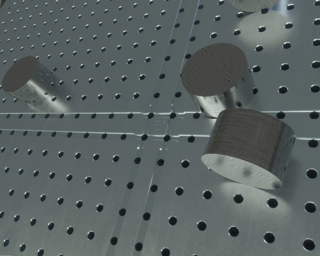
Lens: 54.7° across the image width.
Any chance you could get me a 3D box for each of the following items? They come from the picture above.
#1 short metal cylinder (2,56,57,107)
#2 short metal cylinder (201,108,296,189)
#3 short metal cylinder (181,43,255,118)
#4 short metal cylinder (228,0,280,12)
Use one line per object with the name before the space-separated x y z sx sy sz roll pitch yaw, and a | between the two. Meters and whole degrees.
short metal cylinder | -0.240 -0.085 0.571 0.080 0.050 0.080 -13 56 21
short metal cylinder | 0.089 0.022 0.313 0.080 0.080 0.050 12 68 33
short metal cylinder | 0.074 -0.059 0.390 0.080 0.050 0.080 -13 56 21
short metal cylinder | 0.134 -0.211 0.432 0.080 0.080 0.050 -2 61 27
